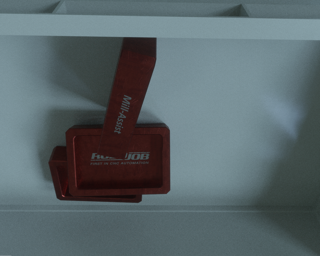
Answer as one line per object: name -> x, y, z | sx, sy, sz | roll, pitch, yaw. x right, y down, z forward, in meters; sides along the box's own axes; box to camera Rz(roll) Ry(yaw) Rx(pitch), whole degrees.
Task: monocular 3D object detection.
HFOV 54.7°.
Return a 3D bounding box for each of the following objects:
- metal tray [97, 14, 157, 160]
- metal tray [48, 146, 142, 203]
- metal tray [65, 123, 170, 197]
metal tray -> -0.036, -0.041, 0.330 | 0.030, 0.090, 0.129 | 13, 129, -11
metal tray -> -0.091, 0.072, 0.465 | 0.131, 0.030, 0.089 | 3, 130, -3
metal tray -> -0.053, 0.041, 0.409 | 0.131, 0.030, 0.089 | -1, 99, -3
